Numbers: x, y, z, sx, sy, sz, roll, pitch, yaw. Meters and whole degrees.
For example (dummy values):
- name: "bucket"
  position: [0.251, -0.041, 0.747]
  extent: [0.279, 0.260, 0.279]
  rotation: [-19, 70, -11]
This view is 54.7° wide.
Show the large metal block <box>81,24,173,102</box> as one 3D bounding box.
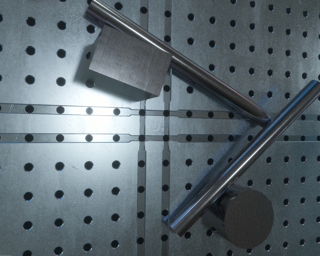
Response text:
- name: "large metal block"
  position: [-0.043, -0.071, 0.368]
  extent: [0.081, 0.080, 0.050]
  rotation: [20, 84, -19]

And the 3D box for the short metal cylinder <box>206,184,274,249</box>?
- name: "short metal cylinder"
  position: [0.113, 0.124, 0.443]
  extent: [0.081, 0.050, 0.079]
  rotation: [0, 90, -21]

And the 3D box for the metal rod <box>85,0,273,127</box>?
- name: "metal rod"
  position: [0.039, -0.081, 0.428]
  extent: [0.301, 0.025, 0.025]
  rotation: [29, 80, -18]

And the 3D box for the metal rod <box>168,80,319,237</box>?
- name: "metal rod"
  position: [0.128, 0.038, 0.444]
  extent: [0.301, 0.025, 0.025]
  rotation: [-43, 104, -9]
